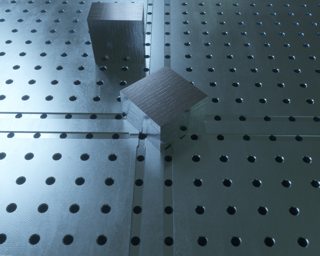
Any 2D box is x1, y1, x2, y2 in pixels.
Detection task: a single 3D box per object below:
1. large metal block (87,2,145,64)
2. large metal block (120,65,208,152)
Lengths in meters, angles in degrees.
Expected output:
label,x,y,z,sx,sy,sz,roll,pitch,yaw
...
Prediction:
label,x,y,z,sx,sy,sz,roll,pitch,yaw
large metal block,-0.066,-0.151,0.498,0.081,0.080,0.050,1,50,0
large metal block,0.005,-0.028,0.415,0.080,0.050,0.080,-33,58,-25
